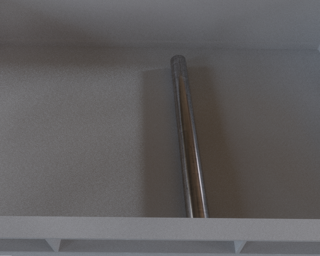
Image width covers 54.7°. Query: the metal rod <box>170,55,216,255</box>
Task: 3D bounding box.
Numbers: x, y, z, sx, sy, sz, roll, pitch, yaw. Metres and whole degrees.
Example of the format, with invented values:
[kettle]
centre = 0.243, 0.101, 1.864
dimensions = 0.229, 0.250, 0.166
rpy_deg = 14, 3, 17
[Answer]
[metal rod]
centre = 0.035, 0.008, 0.398
dimensions = 0.025, 0.025, 0.300
rpy_deg = -2, 50, -2
